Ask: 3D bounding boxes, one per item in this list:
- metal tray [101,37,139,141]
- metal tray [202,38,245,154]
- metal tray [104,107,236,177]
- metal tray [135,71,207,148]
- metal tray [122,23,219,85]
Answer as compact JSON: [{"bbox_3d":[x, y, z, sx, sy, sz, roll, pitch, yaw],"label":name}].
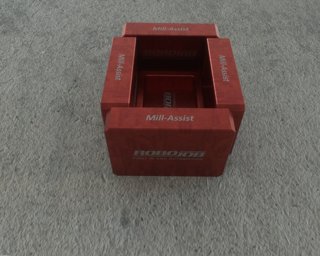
[{"bbox_3d":[-0.047,-0.044,0.398,0.030,0.089,0.130,1,50,0],"label":"metal tray"},{"bbox_3d":[0.075,-0.042,0.398,0.030,0.089,0.130,1,50,0],"label":"metal tray"},{"bbox_3d":[0.010,0.018,0.346,0.131,0.089,0.030,1,50,0],"label":"metal tray"},{"bbox_3d":[0.014,-0.024,0.422,0.091,0.030,0.130,1,50,0],"label":"metal tray"},{"bbox_3d":[0.014,-0.105,0.450,0.131,0.089,0.030,1,50,0],"label":"metal tray"}]
